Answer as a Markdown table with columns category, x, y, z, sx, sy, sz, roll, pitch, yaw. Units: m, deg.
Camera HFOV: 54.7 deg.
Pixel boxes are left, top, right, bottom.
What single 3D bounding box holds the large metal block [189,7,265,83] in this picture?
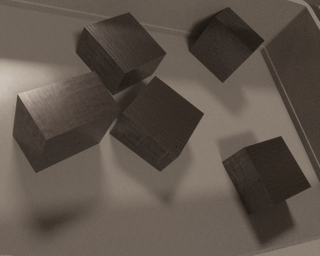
| category | x | y | z | sx | sy | sz | roll | pitch | yaw |
| --- | --- | --- | --- | --- | --- | --- | --- | --- | --- |
| large metal block | 0.109 | -0.136 | 0.515 | 0.080 | 0.080 | 0.050 | 44 | 51 | 2 |

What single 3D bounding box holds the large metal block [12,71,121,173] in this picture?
| category | x | y | z | sx | sy | sz | roll | pitch | yaw |
| --- | --- | --- | --- | --- | --- | --- | --- | --- | --- |
| large metal block | -0.099 | -0.006 | 0.321 | 0.081 | 0.080 | 0.050 | -27 | 77 | -37 |

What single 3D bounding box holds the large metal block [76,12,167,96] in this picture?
| category | x | y | z | sx | sy | sz | roll | pitch | yaw |
| --- | --- | --- | --- | --- | --- | --- | --- | --- | --- |
| large metal block | -0.053 | -0.103 | 0.425 | 0.080 | 0.050 | 0.081 | 49 | 51 | 6 |

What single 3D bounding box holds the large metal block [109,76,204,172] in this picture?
| category | x | y | z | sx | sy | sz | roll | pitch | yaw |
| --- | --- | --- | --- | --- | --- | --- | --- | --- | --- |
| large metal block | -0.003 | -0.006 | 0.393 | 0.080 | 0.050 | 0.080 | 38 | 51 | -3 |

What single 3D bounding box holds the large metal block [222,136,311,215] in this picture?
| category | x | y | z | sx | sy | sz | roll | pitch | yaw |
| --- | --- | --- | --- | --- | --- | --- | --- | --- | --- |
| large metal block | 0.148 | 0.064 | 0.432 | 0.081 | 0.050 | 0.080 | -12 | 68 | -33 |
